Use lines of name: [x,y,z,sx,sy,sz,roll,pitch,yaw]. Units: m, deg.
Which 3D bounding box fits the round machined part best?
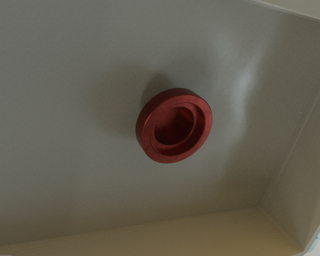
round machined part: [0.014,-0.006,0.397,0.099,0.042,0.097,-14,124,-21]
